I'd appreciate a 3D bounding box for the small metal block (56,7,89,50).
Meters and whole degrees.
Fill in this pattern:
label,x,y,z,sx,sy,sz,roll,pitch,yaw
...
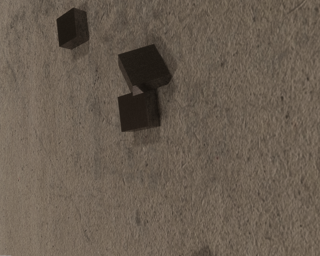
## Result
label,x,y,z,sx,sy,sz,roll,pitch,yaw
small metal block,-0.148,-0.167,0.524,0.050,0.025,0.050,-12,82,39

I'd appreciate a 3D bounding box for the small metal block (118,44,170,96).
label,x,y,z,sx,sy,sz,roll,pitch,yaw
small metal block,-0.021,-0.076,0.402,0.025,0.050,0.050,103,144,-66

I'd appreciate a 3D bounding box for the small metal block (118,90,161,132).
label,x,y,z,sx,sy,sz,roll,pitch,yaw
small metal block,-0.029,-0.023,0.427,0.050,0.025,0.050,-12,83,39
